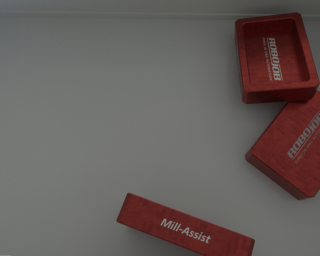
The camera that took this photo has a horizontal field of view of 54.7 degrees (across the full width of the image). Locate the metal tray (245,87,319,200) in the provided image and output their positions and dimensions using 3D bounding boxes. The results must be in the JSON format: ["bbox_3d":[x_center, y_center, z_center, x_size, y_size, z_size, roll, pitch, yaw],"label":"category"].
[{"bbox_3d":[0.186,0.016,0.402,0.090,0.030,0.130,39,74,13],"label":"metal tray"}]

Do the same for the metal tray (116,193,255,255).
[{"bbox_3d":[0.024,0.112,0.334,0.131,0.090,0.030,19,72,6],"label":"metal tray"}]

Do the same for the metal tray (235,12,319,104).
[{"bbox_3d":[0.154,-0.097,0.424,0.090,0.030,0.130,-3,61,10],"label":"metal tray"}]
